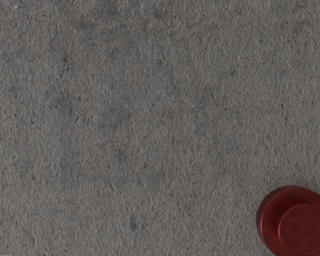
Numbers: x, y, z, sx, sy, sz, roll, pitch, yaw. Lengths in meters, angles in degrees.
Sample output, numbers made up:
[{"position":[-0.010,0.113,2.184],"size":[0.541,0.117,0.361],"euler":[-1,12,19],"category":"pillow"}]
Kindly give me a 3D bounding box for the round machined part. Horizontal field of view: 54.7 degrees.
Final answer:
[{"position":[0.180,0.127,0.403],"size":[0.099,0.042,0.097],"euler":[0,90,0],"category":"round machined part"}]
